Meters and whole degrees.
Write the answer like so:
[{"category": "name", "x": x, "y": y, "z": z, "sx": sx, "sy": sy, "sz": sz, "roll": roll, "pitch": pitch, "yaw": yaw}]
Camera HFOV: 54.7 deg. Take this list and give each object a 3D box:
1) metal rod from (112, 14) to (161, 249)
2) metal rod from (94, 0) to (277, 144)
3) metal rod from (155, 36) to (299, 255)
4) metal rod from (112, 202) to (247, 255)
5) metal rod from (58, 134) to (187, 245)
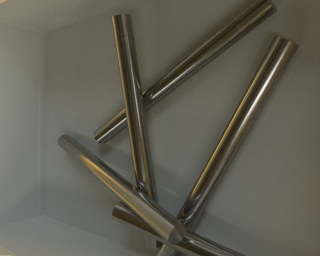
[{"category": "metal rod", "x": -0.028, "y": 0.007, "z": 0.401, "sx": 0.025, "sy": 0.025, "sz": 0.298, "roll": -5, "pitch": 95, "yaw": 39}, {"category": "metal rod", "x": 0.010, "y": -0.057, "z": 0.396, "sx": 0.299, "sy": 0.025, "sz": 0.025, "roll": -35, "pitch": 69, "yaw": 34}, {"category": "metal rod", "x": 0.065, "y": 0.043, "z": 0.351, "sx": 0.025, "sy": 0.025, "sz": 0.298, "roll": 38, "pitch": 113, "yaw": 33}, {"category": "metal rod", "x": 0.071, "y": 0.139, "z": 0.324, "sx": 0.300, "sy": 0.025, "sz": 0.025, "roll": 14, "pitch": 99, "yaw": 31}, {"category": "metal rod", "x": -0.074, "y": 0.067, "z": 0.433, "sx": 0.300, "sy": 0.025, "sz": 0.025, "roll": 25, "pitch": 106, "yaw": 47}]
